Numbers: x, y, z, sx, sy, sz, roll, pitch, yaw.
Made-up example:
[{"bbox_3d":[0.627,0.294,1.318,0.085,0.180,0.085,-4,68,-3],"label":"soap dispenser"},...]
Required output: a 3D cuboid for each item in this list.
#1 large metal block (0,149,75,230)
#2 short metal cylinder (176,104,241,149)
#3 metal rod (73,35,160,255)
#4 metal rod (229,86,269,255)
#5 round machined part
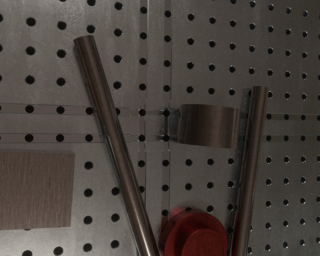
[{"bbox_3d":[-0.142,0.066,0.347,0.081,0.050,0.079,4,89,-20],"label":"large metal block"},{"bbox_3d":[0.064,-0.001,0.408,0.081,0.080,0.050,6,88,-20],"label":"short metal cylinder"},{"bbox_3d":[-0.052,0.033,0.394,0.025,0.025,0.298,-18,96,-19],"label":"metal rod"},{"bbox_3d":[0.131,0.086,0.462,0.025,0.025,0.298,10,87,-20],"label":"metal rod"},{"bbox_3d":[0.051,0.165,0.424,0.099,0.042,0.097,0,90,-21],"label":"round machined part"}]
